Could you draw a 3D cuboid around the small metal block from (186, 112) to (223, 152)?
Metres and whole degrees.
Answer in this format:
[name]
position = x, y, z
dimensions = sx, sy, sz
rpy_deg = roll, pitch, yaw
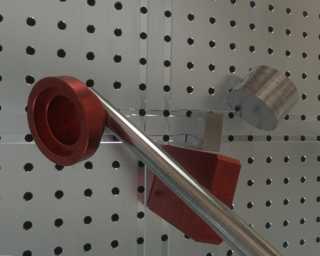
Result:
[small metal block]
position = 0.060, 0.005, 0.423
dimensions = 0.025, 0.050, 0.050
rpy_deg = 7, 88, -20

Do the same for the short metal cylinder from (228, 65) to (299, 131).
[short metal cylinder]
position = 0.145, -0.042, 0.439
dimensions = 0.050, 0.080, 0.080
rpy_deg = -46, 105, -14

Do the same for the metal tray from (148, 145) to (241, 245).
[metal tray]
position = 0.034, 0.071, 0.370
dimensions = 0.030, 0.130, 0.090
rpy_deg = 18, 84, -24

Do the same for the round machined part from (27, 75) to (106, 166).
[round machined part]
position = -0.100, -0.010, 0.347
dimensions = 0.042, 0.098, 0.097
rpy_deg = -21, 99, -55

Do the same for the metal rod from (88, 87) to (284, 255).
[metal rod]
position = 0.011, 0.045, 0.313
dimensions = 0.025, 0.025, 0.300
rpy_deg = -41, 61, -16
